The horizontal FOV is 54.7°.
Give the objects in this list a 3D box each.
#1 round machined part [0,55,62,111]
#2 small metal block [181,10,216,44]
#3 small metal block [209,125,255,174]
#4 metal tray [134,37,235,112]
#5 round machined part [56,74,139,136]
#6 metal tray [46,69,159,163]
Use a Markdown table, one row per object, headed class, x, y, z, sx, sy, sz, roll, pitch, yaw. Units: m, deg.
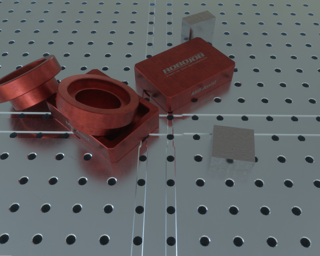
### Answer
| class | x | y | z | sx | sy | sz | roll | pitch | yaw |
| --- | --- | --- | --- | --- | --- | --- | --- | --- | --- |
| round machined part | -0.179 | -0.059 | 0.427 | 0.098 | 0.042 | 0.098 | -20 | 26 | 11 |
| small metal block | 0.065 | -0.167 | 0.532 | 0.050 | 0.050 | 0.025 | -23 | 54 | -18 |
| small metal block | 0.090 | 0.026 | 0.386 | 0.050 | 0.025 | 0.050 | 7 | 50 | 6 |
| metal tray | 0.038 | -0.087 | 0.477 | 0.131 | 0.030 | 0.090 | -29 | 56 | -22 |
| round machined part | -0.078 | -0.026 | 0.387 | 0.099 | 0.042 | 0.098 | 13 | 32 | -8 |
| metal tray | -0.077 | -0.022 | 0.422 | 0.130 | 0.030 | 0.090 | 34 | 58 | 25 |
